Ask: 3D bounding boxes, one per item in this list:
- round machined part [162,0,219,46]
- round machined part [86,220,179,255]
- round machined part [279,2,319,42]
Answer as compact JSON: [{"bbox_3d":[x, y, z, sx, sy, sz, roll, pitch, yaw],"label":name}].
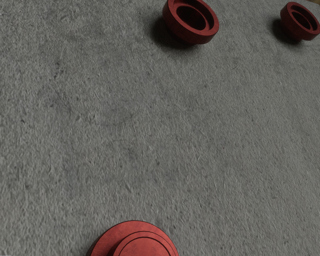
[{"bbox_3d":[0.048,-0.180,0.528,0.099,0.042,0.098,14,56,-21],"label":"round machined part"},{"bbox_3d":[-0.021,0.138,0.297,0.099,0.042,0.098,14,56,-21],"label":"round machined part"},{"bbox_3d":[0.311,-0.235,0.704,0.099,0.042,0.098,14,56,-21],"label":"round machined part"}]
